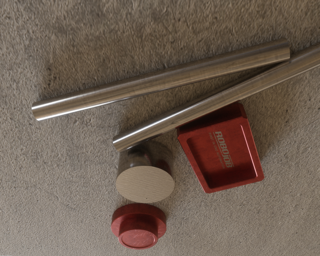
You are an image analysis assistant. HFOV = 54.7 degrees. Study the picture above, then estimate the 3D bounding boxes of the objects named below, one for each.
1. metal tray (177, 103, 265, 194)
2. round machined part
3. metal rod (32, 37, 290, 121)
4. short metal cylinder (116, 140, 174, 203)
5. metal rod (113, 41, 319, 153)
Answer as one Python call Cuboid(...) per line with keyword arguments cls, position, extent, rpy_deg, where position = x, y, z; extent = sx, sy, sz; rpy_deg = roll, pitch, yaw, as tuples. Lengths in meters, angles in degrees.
Cuboid(cls="metal tray", position=(0.087, 0.034, 0.433), extent=(0.090, 0.030, 0.130), rpy_deg=(-17, 128, 14))
Cuboid(cls="round machined part", position=(-0.038, 0.180, 0.549), extent=(0.099, 0.042, 0.097), rpy_deg=(0, 130, 0))
Cuboid(cls="metal rod", position=(-0.008, -0.053, 0.361), extent=(0.301, 0.025, 0.025), rpy_deg=(-13, 129, 10))
Cuboid(cls="short metal cylinder", position=(-0.020, 0.063, 0.444), extent=(0.081, 0.050, 0.079), rpy_deg=(0, 130, 0))
Cuboid(cls="metal rod", position=(0.073, -0.036, 0.377), extent=(0.300, 0.025, 0.025), rpy_deg=(-24, 126, 19))
